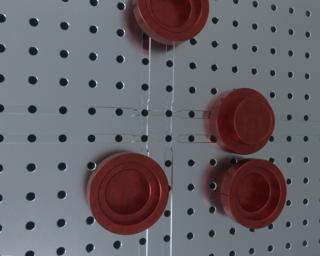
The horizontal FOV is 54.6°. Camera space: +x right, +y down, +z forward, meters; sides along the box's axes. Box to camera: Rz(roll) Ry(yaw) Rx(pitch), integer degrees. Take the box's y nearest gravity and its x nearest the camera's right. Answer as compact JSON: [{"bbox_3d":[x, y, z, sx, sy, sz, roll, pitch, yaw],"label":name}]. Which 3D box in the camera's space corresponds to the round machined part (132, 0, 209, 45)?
[{"bbox_3d":[0.011,-0.158,0.407,0.099,0.042,0.097,0,90,-20],"label":"round machined part"}]

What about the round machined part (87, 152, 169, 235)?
[{"bbox_3d":[-0.042,0.078,0.388,0.099,0.042,0.097,0,90,-20],"label":"round machined part"}]

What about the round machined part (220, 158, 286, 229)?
[{"bbox_3d":[0.130,0.092,0.451,0.099,0.042,0.097,0,90,-20],"label":"round machined part"}]

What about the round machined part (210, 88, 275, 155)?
[{"bbox_3d":[0.125,-0.010,0.449,0.099,0.042,0.097,0,90,-20],"label":"round machined part"}]
